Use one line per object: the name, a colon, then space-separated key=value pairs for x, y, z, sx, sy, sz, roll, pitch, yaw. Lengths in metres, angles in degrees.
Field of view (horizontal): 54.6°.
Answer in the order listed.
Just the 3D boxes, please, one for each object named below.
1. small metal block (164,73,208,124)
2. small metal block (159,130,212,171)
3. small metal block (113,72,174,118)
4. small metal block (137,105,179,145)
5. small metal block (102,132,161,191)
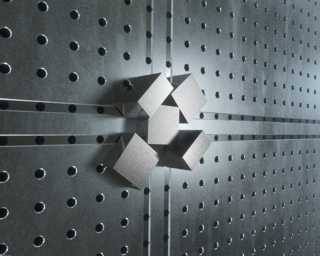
small metal block: x=0.034 y=-0.041 z=0.436 sx=0.050 sy=0.025 sz=0.050 roll=-47 pitch=118 yaw=-29
small metal block: x=0.033 y=0.029 z=0.419 sx=0.050 sy=0.050 sz=0.025 roll=-50 pitch=119 yaw=-28
small metal block: x=-0.020 y=-0.039 z=0.374 sx=0.025 sy=0.050 sz=0.050 roll=52 pitch=60 yaw=-28
small metal block: x=-0.002 y=-0.004 z=0.405 sx=0.050 sy=0.025 sz=0.050 roll=4 pitch=86 yaw=-39
small metal block: x=-0.034 y=0.040 z=0.379 sx=0.050 sy=0.025 sz=0.050 roll=46 pitch=62 yaw=-31
